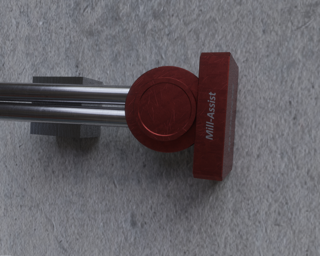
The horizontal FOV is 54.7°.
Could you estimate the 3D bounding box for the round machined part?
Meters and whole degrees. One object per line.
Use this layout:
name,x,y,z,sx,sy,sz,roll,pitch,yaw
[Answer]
round machined part,0.008,-0.021,0.346,0.098,0.042,0.097,0,92,9

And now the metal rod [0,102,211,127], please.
metal rod,-0.082,-0.015,0.390,0.302,0.025,0.025,3,91,7

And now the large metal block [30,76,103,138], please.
large metal block,-0.131,-0.029,0.438,0.080,0.050,0.079,4,91,19

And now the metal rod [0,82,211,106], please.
metal rod,-0.081,-0.042,0.389,0.302,0.025,0.025,3,91,7

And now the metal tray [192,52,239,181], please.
metal tray,0.066,-0.012,0.351,0.030,0.090,0.129,4,91,20
